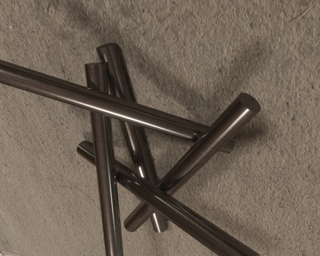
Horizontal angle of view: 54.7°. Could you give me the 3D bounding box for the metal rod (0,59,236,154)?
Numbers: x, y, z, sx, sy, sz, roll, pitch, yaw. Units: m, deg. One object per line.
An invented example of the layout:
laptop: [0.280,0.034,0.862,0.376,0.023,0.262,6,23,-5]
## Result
metal rod: [-0.057,-0.025,0.356,0.302,0.025,0.025,17,128,-7]

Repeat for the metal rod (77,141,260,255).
metal rod: [-0.014,0.084,0.398,0.300,0.025,0.025,26,131,38]

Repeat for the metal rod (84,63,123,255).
metal rod: [-0.071,0.066,0.411,0.025,0.025,0.298,6,109,25]

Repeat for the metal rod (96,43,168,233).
metal rod: [-0.032,0.030,0.440,0.025,0.025,0.298,0,119,28]

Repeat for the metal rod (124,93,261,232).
metal rod: [0.020,0.065,0.394,0.025,0.025,0.298,38,132,2]
